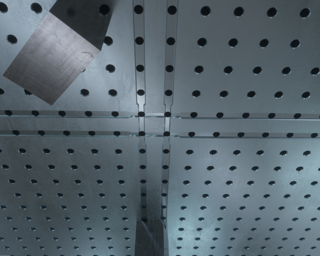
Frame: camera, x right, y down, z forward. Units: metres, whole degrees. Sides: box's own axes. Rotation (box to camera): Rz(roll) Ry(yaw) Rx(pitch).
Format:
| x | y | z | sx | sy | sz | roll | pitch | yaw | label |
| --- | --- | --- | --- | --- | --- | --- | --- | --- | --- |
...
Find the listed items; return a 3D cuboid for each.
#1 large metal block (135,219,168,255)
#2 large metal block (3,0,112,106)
| x | y | z | sx | sy | sz | roll | pitch | yaw | label |
| --- | --- | --- | --- | --- | --- | --- | --- | --- | --- |
| -0.013 | 0.226 | 0.568 | 0.050 | 0.080 | 0.080 | -6 | 130 | 5 | large metal block |
| -0.097 | -0.083 | 0.304 | 0.050 | 0.080 | 0.080 | 36 | 121 | -27 | large metal block |
